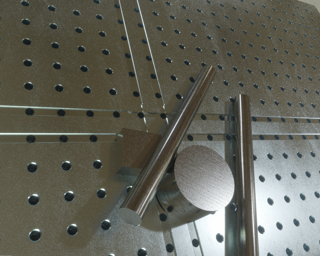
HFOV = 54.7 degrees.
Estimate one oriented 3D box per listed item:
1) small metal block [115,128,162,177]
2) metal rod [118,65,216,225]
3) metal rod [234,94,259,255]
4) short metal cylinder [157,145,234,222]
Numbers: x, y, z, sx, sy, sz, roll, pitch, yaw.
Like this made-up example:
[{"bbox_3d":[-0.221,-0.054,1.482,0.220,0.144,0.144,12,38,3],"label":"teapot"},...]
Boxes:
[{"bbox_3d":[-0.026,0.031,0.377,0.050,0.025,0.050,11,57,-23],"label":"small metal block"},{"bbox_3d":[0.026,-0.004,0.401,0.025,0.025,0.301,36,43,-4],"label":"metal rod"},{"bbox_3d":[0.118,0.075,0.428,0.025,0.025,0.300,20,54,-17],"label":"metal rod"},{"bbox_3d":[0.042,0.067,0.375,0.081,0.050,0.080,14,56,-21],"label":"short metal cylinder"}]
